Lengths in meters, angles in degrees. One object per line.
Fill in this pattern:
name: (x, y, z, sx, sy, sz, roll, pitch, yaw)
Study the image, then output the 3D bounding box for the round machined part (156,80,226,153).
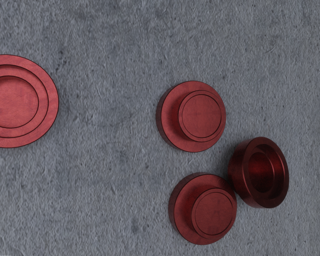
round machined part: (0.047, -0.016, 0.417, 0.099, 0.042, 0.097, 0, 90, -20)

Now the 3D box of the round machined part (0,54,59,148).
round machined part: (-0.163, -0.028, 0.340, 0.099, 0.042, 0.097, 0, 90, -20)

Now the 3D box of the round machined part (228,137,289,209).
round machined part: (0.135, 0.064, 0.439, 0.099, 0.042, 0.098, 10, 73, -33)

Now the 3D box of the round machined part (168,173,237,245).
round machined part: (0.064, 0.112, 0.424, 0.099, 0.042, 0.097, 0, 90, -20)
